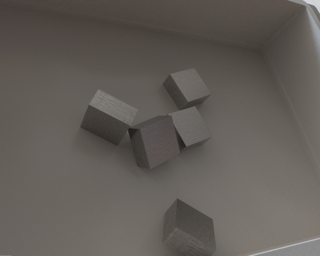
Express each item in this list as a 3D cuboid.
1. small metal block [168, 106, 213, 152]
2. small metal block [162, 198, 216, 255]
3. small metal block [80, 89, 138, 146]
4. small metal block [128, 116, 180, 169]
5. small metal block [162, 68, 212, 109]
[{"bbox_3d":[0.036,0.002,0.426,0.050,0.025,0.050,-18,71,-35],"label":"small metal block"},{"bbox_3d":[0.032,0.113,0.341,0.050,0.025,0.050,32,21,-8],"label":"small metal block"},{"bbox_3d":[-0.061,-0.011,0.364,0.050,0.050,0.025,28,52,-9],"label":"small metal block"},{"bbox_3d":[-0.007,0.016,0.379,0.050,0.025,0.050,-24,107,-37],"label":"small metal block"},{"bbox_3d":[0.041,-0.059,0.465,0.050,0.025,0.050,-21,73,-36],"label":"small metal block"}]
